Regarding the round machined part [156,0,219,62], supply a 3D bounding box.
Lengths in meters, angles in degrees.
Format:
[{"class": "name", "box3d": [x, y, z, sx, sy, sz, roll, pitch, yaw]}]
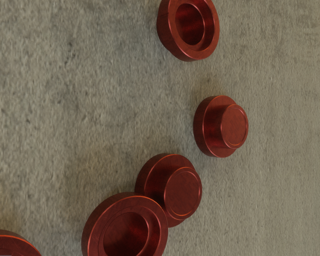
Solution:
[{"class": "round machined part", "box3d": [0.034, -0.139, 0.424, 0.099, 0.042, 0.097, 0, 90, -40]}]

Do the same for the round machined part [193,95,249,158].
[{"class": "round machined part", "box3d": [0.101, -0.002, 0.481, 0.099, 0.042, 0.097, 0, 90, -40]}]

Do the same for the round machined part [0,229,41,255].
[{"class": "round machined part", "box3d": [-0.154, 0.136, 0.266, 0.099, 0.042, 0.097, 0, 90, -40]}]

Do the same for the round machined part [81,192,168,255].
[{"class": "round machined part", "box3d": [-0.043, 0.121, 0.355, 0.099, 0.042, 0.097, -3, 94, -33]}]

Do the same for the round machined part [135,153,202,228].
[{"class": "round machined part", "box3d": [0.018, 0.084, 0.411, 0.099, 0.042, 0.097, 0, 90, -40]}]
